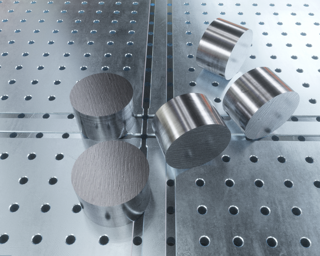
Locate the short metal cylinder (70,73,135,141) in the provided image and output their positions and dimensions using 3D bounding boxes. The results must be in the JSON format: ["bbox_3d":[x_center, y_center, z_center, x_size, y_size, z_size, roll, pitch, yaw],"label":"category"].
[{"bbox_3d":[-0.074,-0.029,0.415,0.081,0.050,0.080,0,50,0],"label":"short metal cylinder"}]

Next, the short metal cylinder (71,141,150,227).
[{"bbox_3d":[-0.051,0.060,0.340,0.081,0.050,0.080,0,50,0],"label":"short metal cylinder"}]

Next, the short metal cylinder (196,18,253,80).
[{"bbox_3d":[0.099,-0.120,0.474,0.050,0.080,0.080,31,57,23],"label":"short metal cylinder"}]

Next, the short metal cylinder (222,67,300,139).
[{"bbox_3d":[0.129,-0.031,0.399,0.081,0.080,0.050,-20,53,-16],"label":"short metal cylinder"}]

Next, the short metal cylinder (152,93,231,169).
[{"bbox_3d":[0.036,0.005,0.368,0.081,0.080,0.050,-14,52,-12],"label":"short metal cylinder"}]
